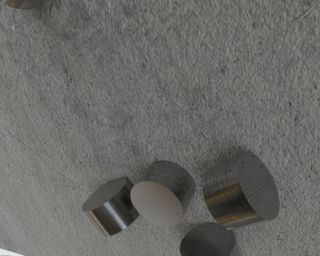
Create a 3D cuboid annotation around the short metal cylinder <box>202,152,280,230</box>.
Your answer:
[{"bbox_3d":[0.096,0.075,0.367,0.050,0.080,0.080,-32,101,38],"label":"short metal cylinder"}]

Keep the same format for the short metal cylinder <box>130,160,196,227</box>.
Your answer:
[{"bbox_3d":[0.005,0.094,0.446,0.080,0.050,0.079,13,124,21],"label":"short metal cylinder"}]

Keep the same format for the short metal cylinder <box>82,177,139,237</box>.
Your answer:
[{"bbox_3d":[-0.074,0.122,0.486,0.080,0.080,0.050,-22,107,36],"label":"short metal cylinder"}]

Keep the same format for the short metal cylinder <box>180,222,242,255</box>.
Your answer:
[{"bbox_3d":[0.075,0.183,0.445,0.080,0.080,0.050,-8,115,31],"label":"short metal cylinder"}]

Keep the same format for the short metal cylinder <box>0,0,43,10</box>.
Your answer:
[{"bbox_3d":[-0.160,-0.181,0.343,0.050,0.080,0.080,-34,99,38],"label":"short metal cylinder"}]
